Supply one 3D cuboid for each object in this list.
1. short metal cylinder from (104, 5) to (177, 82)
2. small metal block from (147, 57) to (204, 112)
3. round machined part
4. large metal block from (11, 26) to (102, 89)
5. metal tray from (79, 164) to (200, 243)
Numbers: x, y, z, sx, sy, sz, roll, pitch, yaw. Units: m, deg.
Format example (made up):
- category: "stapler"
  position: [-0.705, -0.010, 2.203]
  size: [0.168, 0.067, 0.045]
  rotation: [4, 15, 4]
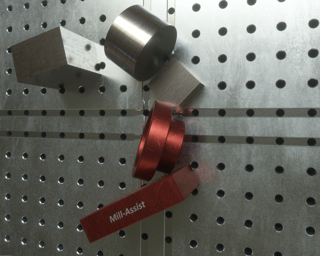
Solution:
- category: "short metal cylinder"
  position: [-0.023, -0.106, 0.392]
  size: [0.050, 0.080, 0.080]
  rotation: [38, 102, 16]
- category: "small metal block"
  position: [0.020, -0.056, 0.405]
  size: [0.050, 0.025, 0.050]
  rotation: [46, 104, 14]
- category: "round machined part"
  position: [0.000, 0.018, 0.379]
  size: [0.042, 0.098, 0.097]
  rotation: [17, 96, -6]
- category: "large metal block"
  position: [-0.142, -0.094, 0.433]
  size: [0.080, 0.080, 0.050]
  rotation: [-14, 85, 19]
- category: "metal tray"
  position: [-0.022, 0.091, 0.385]
  size: [0.130, 0.090, 0.030]
  rotation: [-29, 83, 17]
